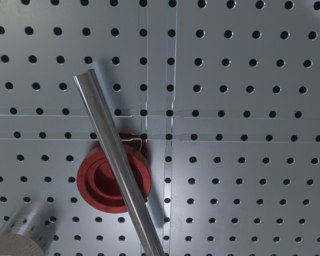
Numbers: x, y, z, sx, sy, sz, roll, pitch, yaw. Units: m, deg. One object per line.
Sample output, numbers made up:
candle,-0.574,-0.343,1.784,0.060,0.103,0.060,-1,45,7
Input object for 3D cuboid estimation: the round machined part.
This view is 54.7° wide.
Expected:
round machined part,-0.061,0.065,0.428,0.099,0.042,0.097,0,110,0

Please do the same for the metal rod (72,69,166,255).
metal rod,-0.041,0.072,0.394,0.025,0.025,0.298,-16,110,6

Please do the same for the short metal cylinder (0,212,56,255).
short metal cylinder,-0.204,0.173,0.462,0.081,0.050,0.079,0,110,0
